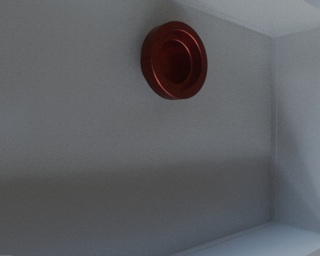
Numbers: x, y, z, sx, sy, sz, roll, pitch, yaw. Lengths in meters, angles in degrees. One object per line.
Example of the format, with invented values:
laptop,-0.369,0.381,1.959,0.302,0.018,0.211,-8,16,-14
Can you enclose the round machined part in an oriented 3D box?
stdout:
round machined part,0.014,-0.085,0.406,0.099,0.042,0.097,0,90,-40
